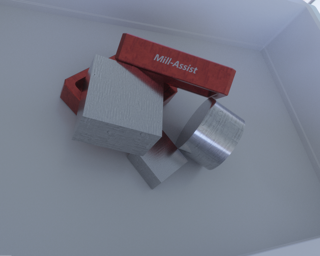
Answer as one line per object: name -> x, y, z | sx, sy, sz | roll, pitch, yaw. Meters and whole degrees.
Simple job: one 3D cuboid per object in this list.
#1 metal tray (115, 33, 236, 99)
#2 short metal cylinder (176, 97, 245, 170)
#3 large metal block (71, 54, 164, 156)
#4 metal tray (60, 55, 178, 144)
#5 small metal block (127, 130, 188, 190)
metal tray -> 0.017, -0.071, 0.379 | 0.131, 0.090, 0.030 | 18, 92, -1
short metal cylinder -> 0.064, 0.007, 0.401 | 0.050, 0.080, 0.080 | 34, 51, -6
large metal block -> -0.044, -0.023, 0.338 | 0.081, 0.050, 0.080 | 15, 56, -20
metal tray -> -0.049, -0.047, 0.403 | 0.090, 0.030, 0.131 | 47, 51, 4
small metal block -> -0.003, 0.038, 0.380 | 0.050, 0.025, 0.050 | -33, 80, -38
